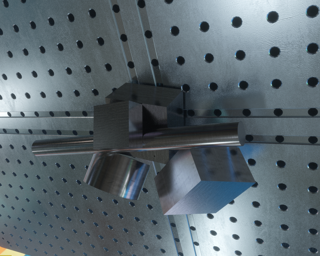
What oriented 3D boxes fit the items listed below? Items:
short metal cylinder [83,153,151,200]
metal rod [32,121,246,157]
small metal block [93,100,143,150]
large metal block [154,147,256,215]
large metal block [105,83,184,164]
[{"bbox_3d":[-0.059,0.062,0.433,0.080,0.080,0.050,18,83,18],"label":"short metal cylinder"},{"bbox_3d":[-0.049,0.017,0.378,0.300,0.025,0.025,-5,116,31],"label":"metal rod"},{"bbox_3d":[-0.048,-0.001,0.350,0.050,0.025,0.050,-6,81,31],"label":"small metal block"},{"bbox_3d":[0.051,0.063,0.375,0.081,0.050,0.080,8,137,-31],"label":"large metal block"},{"bbox_3d":[-0.017,-0.007,0.394,0.080,0.050,0.079,10,123,22],"label":"large metal block"}]
